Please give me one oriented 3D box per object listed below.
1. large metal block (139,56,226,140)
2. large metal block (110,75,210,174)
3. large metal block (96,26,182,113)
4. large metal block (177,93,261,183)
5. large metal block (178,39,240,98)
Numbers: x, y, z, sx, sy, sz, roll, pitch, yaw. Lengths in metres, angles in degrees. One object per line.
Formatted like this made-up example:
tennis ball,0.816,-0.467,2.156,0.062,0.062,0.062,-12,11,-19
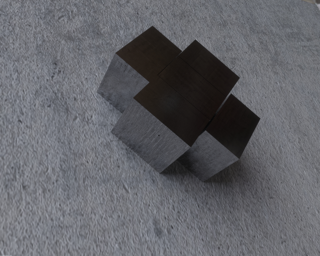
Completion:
large metal block,0.024,-0.031,0.404,0.080,0.080,0.050,41,51,-1
large metal block,-0.002,-0.002,0.372,0.080,0.080,0.050,41,51,-1
large metal block,-0.028,-0.072,0.401,0.050,0.080,0.080,41,51,-1
large metal block,0.073,0.014,0.404,0.050,0.080,0.080,41,51,-1
large metal block,0.049,-0.061,0.436,0.080,0.080,0.050,41,51,-1
